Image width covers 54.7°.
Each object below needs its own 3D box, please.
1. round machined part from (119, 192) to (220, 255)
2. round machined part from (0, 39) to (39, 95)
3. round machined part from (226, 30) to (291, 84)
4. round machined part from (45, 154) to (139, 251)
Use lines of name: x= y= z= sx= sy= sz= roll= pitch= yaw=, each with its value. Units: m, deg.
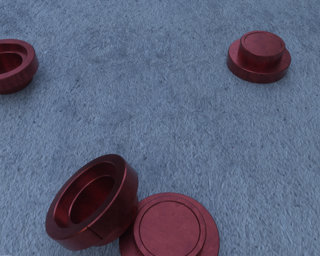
round machined part: x=0.009 y=0.106 z=0.303 sx=0.099 sy=0.042 sz=0.098 roll=0 pitch=50 yaw=0
round machined part: x=-0.232 y=-0.088 z=0.464 sx=0.099 sy=0.042 sz=0.098 roll=0 pitch=50 yaw=0
round machined part: x=0.159 y=-0.119 z=0.493 sx=0.099 sy=0.042 sz=0.098 roll=0 pitch=50 yaw=0
round machined part: x=-0.061 y=0.076 z=0.307 sx=0.098 sy=0.042 sz=0.098 roll=-28 pitch=30 yaw=18
